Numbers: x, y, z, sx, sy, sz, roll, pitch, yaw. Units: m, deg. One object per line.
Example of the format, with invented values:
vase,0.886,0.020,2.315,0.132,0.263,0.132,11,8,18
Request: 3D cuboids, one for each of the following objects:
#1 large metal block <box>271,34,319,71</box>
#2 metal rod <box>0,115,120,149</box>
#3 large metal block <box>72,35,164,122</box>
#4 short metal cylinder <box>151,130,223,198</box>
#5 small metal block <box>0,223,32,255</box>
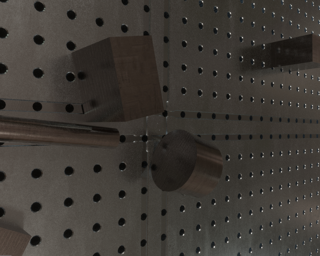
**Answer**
large metal block,0.277,-0.145,0.610,0.081,0.080,0.050,-2,92,-40
metal rod,-0.169,-0.002,0.268,0.302,0.025,0.025,7,86,-40
large metal block,-0.047,-0.050,0.336,0.050,0.080,0.079,-17,101,-39
short metal cylinder,0.034,0.047,0.404,0.050,0.080,0.080,23,76,-38
small metal block,-0.155,0.113,0.280,0.050,0.025,0.050,35,68,-35
